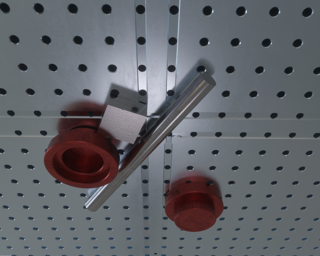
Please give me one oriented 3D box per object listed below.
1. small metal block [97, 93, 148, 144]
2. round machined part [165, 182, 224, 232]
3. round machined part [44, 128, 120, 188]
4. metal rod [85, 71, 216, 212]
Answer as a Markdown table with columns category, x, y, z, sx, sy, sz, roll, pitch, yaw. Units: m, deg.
| category | x | y | z | sx | sy | sz | roll | pitch | yaw |
| --- | --- | --- | --- | --- | --- | --- | --- | --- | --- |
| small metal block | -0.049 | -0.011 | 0.402 | 0.050 | 0.025 | 0.050 | 17 | 128 | -15 |
| round machined part | 0.057 | 0.138 | 0.518 | 0.099 | 0.042 | 0.097 | 0 | 130 | 0 |
| round machined part | -0.105 | 0.038 | 0.430 | 0.099 | 0.042 | 0.097 | 0 | 133 | 1 |
| metal rod | -0.029 | 0.035 | 0.441 | 0.025 | 0.025 | 0.298 | 28 | 125 | -22 |
